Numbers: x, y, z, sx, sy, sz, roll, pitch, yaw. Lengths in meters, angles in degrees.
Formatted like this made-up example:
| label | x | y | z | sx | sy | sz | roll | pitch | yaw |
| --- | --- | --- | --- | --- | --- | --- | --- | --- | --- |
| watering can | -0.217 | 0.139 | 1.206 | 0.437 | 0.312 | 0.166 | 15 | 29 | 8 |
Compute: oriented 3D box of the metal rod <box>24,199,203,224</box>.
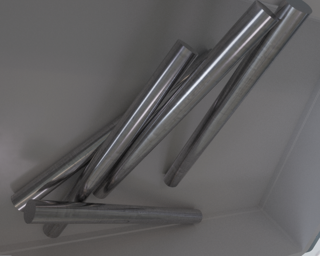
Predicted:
| label | x | y | z | sx | sy | sz | roll | pitch | yaw |
| --- | --- | --- | --- | --- | --- | --- | --- | --- | --- |
| metal rod | -0.036 | 0.120 | 0.431 | 0.302 | 0.025 | 0.025 | 19 | 109 | -46 |

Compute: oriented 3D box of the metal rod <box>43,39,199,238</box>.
| label | x | y | z | sx | sy | sz | roll | pitch | yaw |
| --- | --- | --- | --- | --- | --- | --- | --- | --- | --- |
| metal rod | -0.059 | 0.029 | 0.357 | 0.025 | 0.025 | 0.299 | 21 | 119 | -36 |

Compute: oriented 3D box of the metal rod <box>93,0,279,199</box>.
| label | x | y | z | sx | sy | sz | roll | pitch | yaw |
| --- | --- | --- | --- | --- | --- | --- | --- | --- | --- |
| metal rod | 0.002 | -0.005 | 0.333 | 0.025 | 0.025 | 0.298 | 14 | 134 | -34 |

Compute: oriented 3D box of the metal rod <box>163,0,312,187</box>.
| label | x | y | z | sx | sy | sz | roll | pitch | yaw |
| --- | --- | --- | --- | --- | --- | --- | --- | --- | --- |
| metal rod | 0.065 | -0.011 | 0.359 | 0.025 | 0.025 | 0.298 | -4 | 145 | -26 |

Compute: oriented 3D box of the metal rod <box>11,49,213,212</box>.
| label | x | y | z | sx | sy | sz | roll | pitch | yaw |
| --- | --- | --- | --- | --- | --- | --- | --- | --- | --- |
| metal rod | -0.050 | 0.000 | 0.381 | 0.301 | 0.025 | 0.025 | -37 | 129 | -4 |
